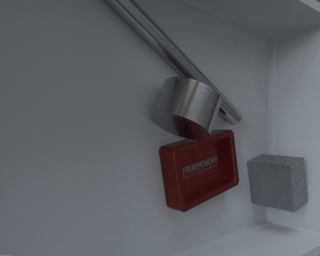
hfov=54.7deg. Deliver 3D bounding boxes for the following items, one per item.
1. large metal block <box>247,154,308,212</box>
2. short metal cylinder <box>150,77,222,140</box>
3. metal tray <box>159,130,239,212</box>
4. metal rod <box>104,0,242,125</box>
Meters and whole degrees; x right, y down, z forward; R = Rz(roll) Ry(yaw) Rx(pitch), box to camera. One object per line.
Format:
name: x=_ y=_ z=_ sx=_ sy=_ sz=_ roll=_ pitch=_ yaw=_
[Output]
large metal block: x=0.207 y=0.094 z=0.548 sx=0.050 sy=0.080 sz=0.079 roll=-15 pitch=100 yaw=-39
short metal cylinder: x=0.034 y=-0.023 z=0.401 sx=0.080 sy=0.080 sz=0.050 roll=33 pitch=70 yaw=-36
metal tray: x=0.062 y=0.058 z=0.458 sx=0.131 sy=0.030 sz=0.089 roll=-14 pitch=99 yaw=-39
metal rod: x=0.027 y=-0.093 z=0.430 sx=0.301 sy=0.025 sz=0.025 roll=38 pitch=67 yaw=-34
